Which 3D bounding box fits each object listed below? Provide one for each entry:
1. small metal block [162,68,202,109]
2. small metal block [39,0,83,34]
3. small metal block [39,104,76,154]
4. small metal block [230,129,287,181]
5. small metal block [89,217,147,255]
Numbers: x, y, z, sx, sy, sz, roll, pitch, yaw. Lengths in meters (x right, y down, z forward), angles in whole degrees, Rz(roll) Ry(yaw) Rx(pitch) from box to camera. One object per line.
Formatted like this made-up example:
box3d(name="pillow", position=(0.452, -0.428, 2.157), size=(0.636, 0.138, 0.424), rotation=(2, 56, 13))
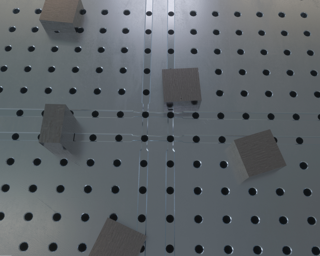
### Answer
box3d(name="small metal block", position=(0.029, -0.055, 0.432), size=(0.050, 0.025, 0.050), rotation=(-3, 70, -1))
box3d(name="small metal block", position=(-0.150, -0.176, 0.475), size=(0.050, 0.025, 0.050), rotation=(7, 70, 2))
box3d(name="small metal block", position=(-0.130, 0.002, 0.397), size=(0.025, 0.050, 0.050), rotation=(2, 70, 1))
box3d(name="small metal block", position=(0.125, 0.035, 0.400), size=(0.050, 0.025, 0.050), rotation=(-16, 71, -6))
box3d(name="small metal block", position=(-0.048, 0.139, 0.361), size=(0.050, 0.025, 0.050), rotation=(23, 72, 8))
